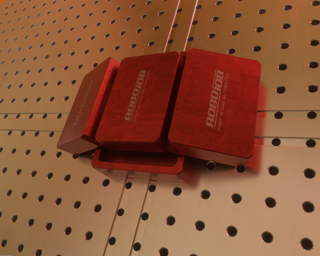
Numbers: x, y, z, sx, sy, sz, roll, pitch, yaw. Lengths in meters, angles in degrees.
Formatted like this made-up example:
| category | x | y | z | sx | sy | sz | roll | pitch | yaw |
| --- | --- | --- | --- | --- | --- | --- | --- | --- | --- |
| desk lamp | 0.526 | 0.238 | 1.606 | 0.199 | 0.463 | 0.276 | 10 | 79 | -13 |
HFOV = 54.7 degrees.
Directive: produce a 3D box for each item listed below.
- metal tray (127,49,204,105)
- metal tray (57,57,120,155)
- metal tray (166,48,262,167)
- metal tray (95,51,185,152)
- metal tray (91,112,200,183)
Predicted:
| category | x | y | z | sx | sy | sz | roll | pitch | yaw |
| --- | --- | --- | --- | --- | --- | --- | --- | --- | --- |
| metal tray | 0.002 | -0.061 | 0.440 | 0.130 | 0.030 | 0.090 | 1 | 62 | 28 |
| metal tray | -0.099 | -0.031 | 0.451 | 0.090 | 0.030 | 0.130 | -19 | 50 | 49 |
| metal tray | 0.065 | -0.027 | 0.362 | 0.090 | 0.030 | 0.130 | 12 | 65 | 3 |
| metal tray | -0.021 | -0.035 | 0.397 | 0.090 | 0.030 | 0.130 | 0 | 61 | 27 |
| metal tray | -0.018 | 0.019 | 0.402 | 0.130 | 0.030 | 0.090 | 1 | 62 | 28 |
